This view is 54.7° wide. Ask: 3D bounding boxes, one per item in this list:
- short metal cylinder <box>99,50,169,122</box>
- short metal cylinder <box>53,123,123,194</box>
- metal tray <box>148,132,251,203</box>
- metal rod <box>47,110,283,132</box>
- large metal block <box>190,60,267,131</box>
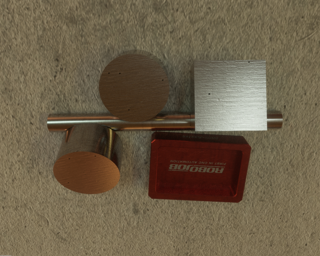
[{"bbox_3d":[-0.029,-0.053,0.378,0.081,0.050,0.079,0,110,0],"label":"short metal cylinder"},{"bbox_3d":[-0.090,0.040,0.399,0.081,0.050,0.079,-1,131,-1],"label":"short metal cylinder"},{"bbox_3d":[0.051,0.055,0.428,0.131,0.030,0.089,3,110,-2],"label":"metal tray"},{"bbox_3d":[0.007,-0.009,0.409,0.302,0.025,0.025,-1,110,0],"label":"metal rod"},{"bbox_3d":[0.079,-0.036,0.372,0.081,0.050,0.080,-1,89,0],"label":"large metal block"}]
